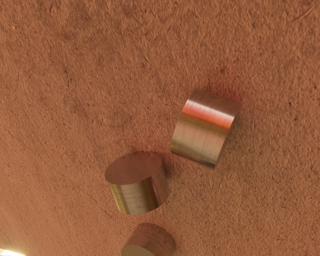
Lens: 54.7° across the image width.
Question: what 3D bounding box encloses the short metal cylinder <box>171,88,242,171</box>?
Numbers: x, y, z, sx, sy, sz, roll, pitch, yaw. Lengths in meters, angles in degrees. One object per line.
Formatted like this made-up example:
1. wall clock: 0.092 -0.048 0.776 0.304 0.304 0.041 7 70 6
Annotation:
1. short metal cylinder: 0.052 0.001 0.345 0.050 0.080 0.079 22 127 15

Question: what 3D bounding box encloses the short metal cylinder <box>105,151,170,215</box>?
1. short metal cylinder: -0.031 0.075 0.434 0.080 0.080 0.050 0 118 28

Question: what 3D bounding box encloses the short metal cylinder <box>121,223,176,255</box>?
1. short metal cylinder: -0.019 0.210 0.531 0.080 0.050 0.079 13 124 21
